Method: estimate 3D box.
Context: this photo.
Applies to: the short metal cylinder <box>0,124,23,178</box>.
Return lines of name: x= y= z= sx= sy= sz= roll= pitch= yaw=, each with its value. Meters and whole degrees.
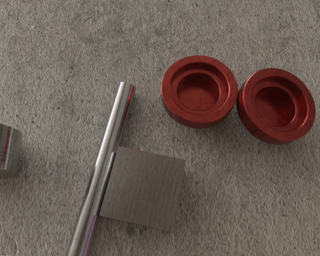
short metal cylinder: x=-0.210 y=0.028 z=0.367 sx=0.081 sy=0.080 sz=0.050 roll=0 pitch=70 yaw=0

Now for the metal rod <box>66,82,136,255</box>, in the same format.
metal rod: x=-0.078 y=0.080 z=0.378 sx=0.025 sy=0.025 sz=0.299 roll=12 pitch=70 yaw=4

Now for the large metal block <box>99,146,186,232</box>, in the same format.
large metal block: x=-0.018 y=0.074 z=0.368 sx=0.080 sy=0.050 sz=0.080 roll=12 pitch=70 yaw=4

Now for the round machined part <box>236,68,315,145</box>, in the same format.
round machined part: x=0.145 y=-0.025 z=0.403 sx=0.099 sy=0.042 sz=0.098 roll=4 pitch=71 yaw=-11

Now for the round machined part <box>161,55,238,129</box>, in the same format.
round machined part: x=0.051 y=-0.045 z=0.415 sx=0.099 sy=0.042 sz=0.098 roll=0 pitch=70 yaw=0
